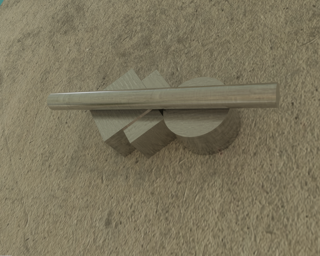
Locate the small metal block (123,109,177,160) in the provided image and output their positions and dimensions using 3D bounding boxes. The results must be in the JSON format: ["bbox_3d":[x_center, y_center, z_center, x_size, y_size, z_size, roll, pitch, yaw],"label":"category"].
[{"bbox_3d":[-0.010,0.007,0.392,0.050,0.050,0.025,-36,52,4],"label":"small metal block"}]

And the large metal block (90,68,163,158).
[{"bbox_3d":[-0.043,-0.021,0.423,0.080,0.050,0.080,-36,51,4],"label":"large metal block"}]

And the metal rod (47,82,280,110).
[{"bbox_3d":[-0.019,-0.035,0.370,0.300,0.025,0.025,1,62,28],"label":"metal rod"}]

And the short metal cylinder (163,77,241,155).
[{"bbox_3d":[0.051,-0.014,0.370,0.080,0.050,0.080,-13,56,21],"label":"short metal cylinder"}]

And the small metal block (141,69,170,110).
[{"bbox_3d":[0.007,-0.042,0.412,0.025,0.050,0.050,-37,52,4],"label":"small metal block"}]
